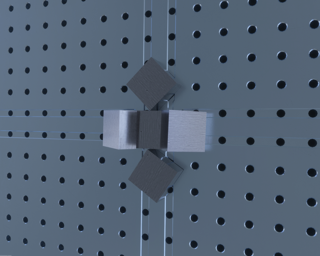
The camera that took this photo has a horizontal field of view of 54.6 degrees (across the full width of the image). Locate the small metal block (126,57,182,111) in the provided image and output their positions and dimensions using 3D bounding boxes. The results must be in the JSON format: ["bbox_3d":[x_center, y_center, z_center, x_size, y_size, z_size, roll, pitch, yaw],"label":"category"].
[{"bbox_3d":[-0.008,-0.058,0.416,0.050,0.025,0.050,-45,75,14],"label":"small metal block"}]

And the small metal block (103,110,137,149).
[{"bbox_3d":[-0.055,0.001,0.419,0.050,0.025,0.050,4,93,56],"label":"small metal block"}]

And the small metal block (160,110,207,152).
[{"bbox_3d":[0.029,0.004,0.388,0.050,0.025,0.050,2,91,-21],"label":"small metal block"}]

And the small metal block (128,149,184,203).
[{"bbox_3d":[-0.006,0.062,0.414,0.050,0.025,0.050,36,102,18],"label":"small metal block"}]

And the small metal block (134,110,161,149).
[{"bbox_3d":[-0.007,0.002,0.415,0.050,0.025,0.050,2,90,20],"label":"small metal block"}]
